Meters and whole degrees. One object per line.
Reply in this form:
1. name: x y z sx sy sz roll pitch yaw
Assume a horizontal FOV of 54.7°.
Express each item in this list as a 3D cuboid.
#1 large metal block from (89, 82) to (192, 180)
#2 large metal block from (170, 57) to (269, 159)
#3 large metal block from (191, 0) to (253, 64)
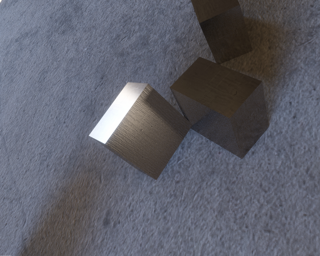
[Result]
1. large metal block: -0.022 0.003 0.369 0.080 0.080 0.050 -56 31 -12
2. large metal block: 0.068 -0.022 0.343 0.080 0.080 0.050 33 74 37
3. large metal block: 0.080 -0.147 0.416 0.050 0.080 0.080 -21 54 15
